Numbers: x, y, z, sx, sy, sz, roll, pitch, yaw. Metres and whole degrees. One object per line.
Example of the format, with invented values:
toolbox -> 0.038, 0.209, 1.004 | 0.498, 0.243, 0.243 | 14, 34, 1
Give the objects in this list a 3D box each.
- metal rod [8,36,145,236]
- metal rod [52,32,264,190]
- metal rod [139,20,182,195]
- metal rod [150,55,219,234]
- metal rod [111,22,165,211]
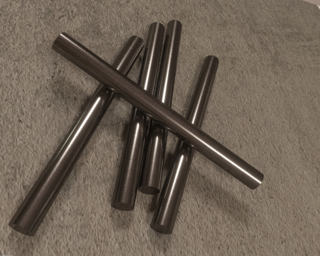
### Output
metal rod -> -0.080, -0.018, 0.372 | 0.025, 0.025, 0.300 | 30, 52, -10
metal rod -> 0.002, -0.018, 0.383 | 0.301, 0.025, 0.025 | 35, 51, -5
metal rod -> 0.006, -0.051, 0.439 | 0.025, 0.025, 0.300 | 21, 54, -17
metal rod -> 0.044, -0.001, 0.429 | 0.025, 0.025, 0.300 | 29, 52, -10
metal rod -> -0.022, -0.038, 0.416 | 0.025, 0.025, 0.300 | 20, 54, -17
